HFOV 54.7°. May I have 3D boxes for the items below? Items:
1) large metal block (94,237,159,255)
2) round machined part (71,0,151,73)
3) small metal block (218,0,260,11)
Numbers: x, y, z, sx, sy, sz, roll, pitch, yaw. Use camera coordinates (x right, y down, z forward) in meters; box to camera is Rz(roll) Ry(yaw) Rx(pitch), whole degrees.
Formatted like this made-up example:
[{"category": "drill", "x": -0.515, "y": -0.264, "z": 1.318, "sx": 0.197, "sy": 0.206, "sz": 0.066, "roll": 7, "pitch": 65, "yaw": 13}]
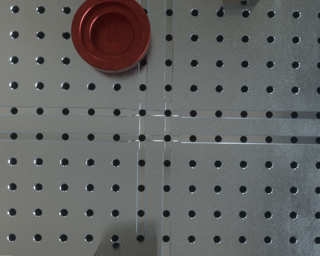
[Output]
[{"category": "large metal block", "x": -0.040, "y": 0.180, "z": 0.386, "sx": 0.081, "sy": 0.080, "sz": 0.050, "roll": -7, "pitch": 90, "yaw": 0}, {"category": "round machined part", "x": -0.061, "y": -0.120, "z": 0.404, "sx": 0.099, "sy": 0.042, "sz": 0.097, "roll": 0, "pitch": 90, "yaw": -1}, {"category": "small metal block", "x": 0.103, "y": -0.190, "z": 0.415, "sx": 0.050, "sy": 0.025, "sz": 0.050, "roll": -8, "pitch": 90, "yaw": -1}]
